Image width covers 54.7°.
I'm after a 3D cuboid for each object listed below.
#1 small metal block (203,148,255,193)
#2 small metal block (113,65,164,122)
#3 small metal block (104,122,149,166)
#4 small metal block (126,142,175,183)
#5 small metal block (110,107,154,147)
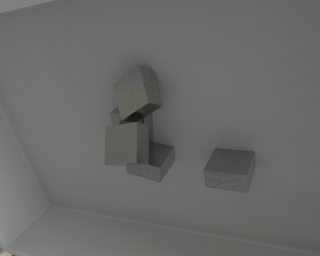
[{"bbox_3d":[0.086,0.050,0.378,0.050,0.050,0.025,3,120,26],"label":"small metal block"},{"bbox_3d":[-0.028,-0.041,0.381,0.050,0.025,0.050,-29,67,37],"label":"small metal block"},{"bbox_3d":[-0.042,0.022,0.394,0.050,0.025,0.050,-7,76,31],"label":"small metal block"},{"bbox_3d":[-0.012,0.044,0.425,0.050,0.050,0.025,13,124,21],"label":"small metal block"},{"bbox_3d":[-0.037,-0.001,0.427,0.050,0.025,0.050,11,123,21],"label":"small metal block"}]
